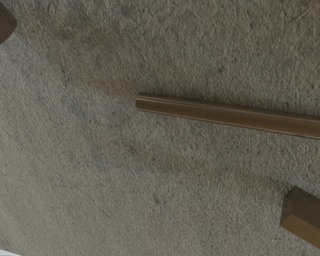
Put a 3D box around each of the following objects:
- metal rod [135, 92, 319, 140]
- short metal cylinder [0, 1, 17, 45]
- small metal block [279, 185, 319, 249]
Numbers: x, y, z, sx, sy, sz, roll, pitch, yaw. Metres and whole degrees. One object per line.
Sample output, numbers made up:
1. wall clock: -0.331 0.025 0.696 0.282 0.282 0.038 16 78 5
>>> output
1. metal rod: 0.112 -0.009 0.341 0.301 0.025 0.025 10 123 22
2. short metal cylinder: -0.241 -0.140 0.409 0.080 0.080 0.050 -35 99 38
3. small metal block: 0.173 0.103 0.363 0.050 0.050 0.025 30 128 9
